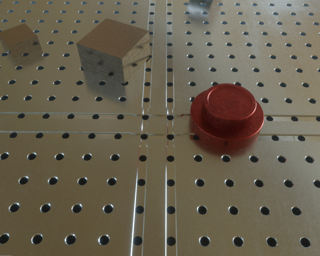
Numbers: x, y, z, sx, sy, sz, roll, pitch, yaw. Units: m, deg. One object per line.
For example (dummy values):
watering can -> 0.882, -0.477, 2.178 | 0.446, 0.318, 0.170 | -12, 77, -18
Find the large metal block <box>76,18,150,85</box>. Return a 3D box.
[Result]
large metal block -> -0.071, -0.124, 0.495 | 0.080, 0.050, 0.080 | 22, 53, 17

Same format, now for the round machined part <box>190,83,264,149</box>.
round machined part -> 0.090, -0.022, 0.416 | 0.099, 0.042, 0.098 | 0, 50, 0

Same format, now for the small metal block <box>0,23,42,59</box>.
small metal block -> -0.242, -0.150, 0.532 | 0.050, 0.025, 0.050 | -31, 57, -24
